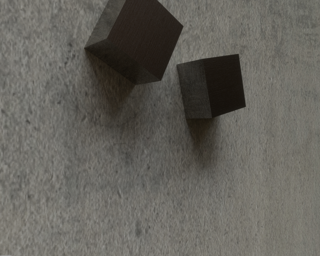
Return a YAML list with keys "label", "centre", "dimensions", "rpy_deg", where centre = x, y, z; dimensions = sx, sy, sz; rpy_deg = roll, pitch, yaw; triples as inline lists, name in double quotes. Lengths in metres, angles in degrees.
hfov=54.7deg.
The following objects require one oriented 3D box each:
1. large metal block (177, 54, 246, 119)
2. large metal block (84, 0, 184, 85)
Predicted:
- label: "large metal block"
  centre: [0.077, -0.062, 0.455]
  dimensions: [0.081, 0.050, 0.079]
  rpy_deg: [-17, 101, -39]
- label: "large metal block"
  centre: [-0.028, -0.108, 0.366]
  dimensions: [0.080, 0.050, 0.080]
  rpy_deg: [34, 69, -35]
